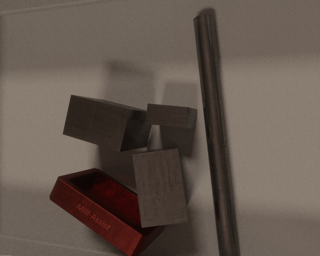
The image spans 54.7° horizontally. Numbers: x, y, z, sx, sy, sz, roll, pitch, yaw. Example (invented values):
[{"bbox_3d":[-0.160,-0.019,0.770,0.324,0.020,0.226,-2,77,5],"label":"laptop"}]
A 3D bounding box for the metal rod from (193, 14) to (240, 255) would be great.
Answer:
[{"bbox_3d":[0.070,0.010,0.385,0.025,0.025,0.298,-7,88,19],"label":"metal rod"}]

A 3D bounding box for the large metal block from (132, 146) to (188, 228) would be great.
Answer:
[{"bbox_3d":[0.003,0.066,0.374,0.050,0.080,0.080,-8,87,4],"label":"large metal block"}]

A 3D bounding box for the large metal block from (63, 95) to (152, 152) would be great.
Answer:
[{"bbox_3d":[-0.063,-0.007,0.402,0.080,0.080,0.050,15,95,19],"label":"large metal block"}]

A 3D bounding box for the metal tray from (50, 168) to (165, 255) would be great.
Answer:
[{"bbox_3d":[-0.061,0.101,0.396,0.130,0.090,0.030,29,100,17],"label":"metal tray"}]

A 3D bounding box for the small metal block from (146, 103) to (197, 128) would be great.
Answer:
[{"bbox_3d":[0.016,-0.015,0.391,0.050,0.050,0.025,7,93,19],"label":"small metal block"}]
